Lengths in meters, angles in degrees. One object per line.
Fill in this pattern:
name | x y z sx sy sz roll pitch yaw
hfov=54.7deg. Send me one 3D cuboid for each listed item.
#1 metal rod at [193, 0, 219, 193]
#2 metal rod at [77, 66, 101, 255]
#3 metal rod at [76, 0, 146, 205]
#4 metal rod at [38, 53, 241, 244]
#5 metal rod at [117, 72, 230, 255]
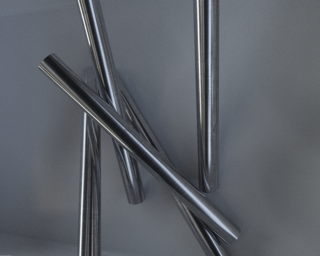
metal rod | 0.050 -0.059 0.327 0.025 0.025 0.298 5 117 19
metal rod | -0.084 0.050 0.376 0.025 0.025 0.299 -16 60 19
metal rod | -0.059 -0.040 0.370 0.025 0.025 0.298 -3 112 19
metal rod | -0.018 0.029 0.361 0.300 0.025 0.025 44 105 -7
metal rod | 0.002 0.045 0.408 0.025 0.025 0.299 -35 79 16
